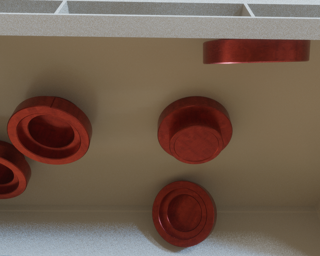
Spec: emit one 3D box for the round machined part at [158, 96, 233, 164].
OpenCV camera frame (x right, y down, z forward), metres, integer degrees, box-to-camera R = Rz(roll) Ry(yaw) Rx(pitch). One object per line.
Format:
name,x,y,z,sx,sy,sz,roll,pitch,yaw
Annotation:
round machined part,0.046,0.010,0.407,0.099,0.042,0.097,0,130,0

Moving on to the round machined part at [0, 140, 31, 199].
round machined part,-0.235,0.055,0.443,0.099,0.042,0.097,0,130,0

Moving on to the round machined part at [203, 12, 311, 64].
round machined part,0.091,-0.085,0.299,0.099,0.098,0.042,-1,102,1

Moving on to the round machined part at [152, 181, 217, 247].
round machined part,0.041,0.133,0.487,0.098,0.098,0.042,-21,162,16

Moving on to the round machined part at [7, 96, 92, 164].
round machined part,-0.136,-0.002,0.395,0.099,0.042,0.097,0,130,0
